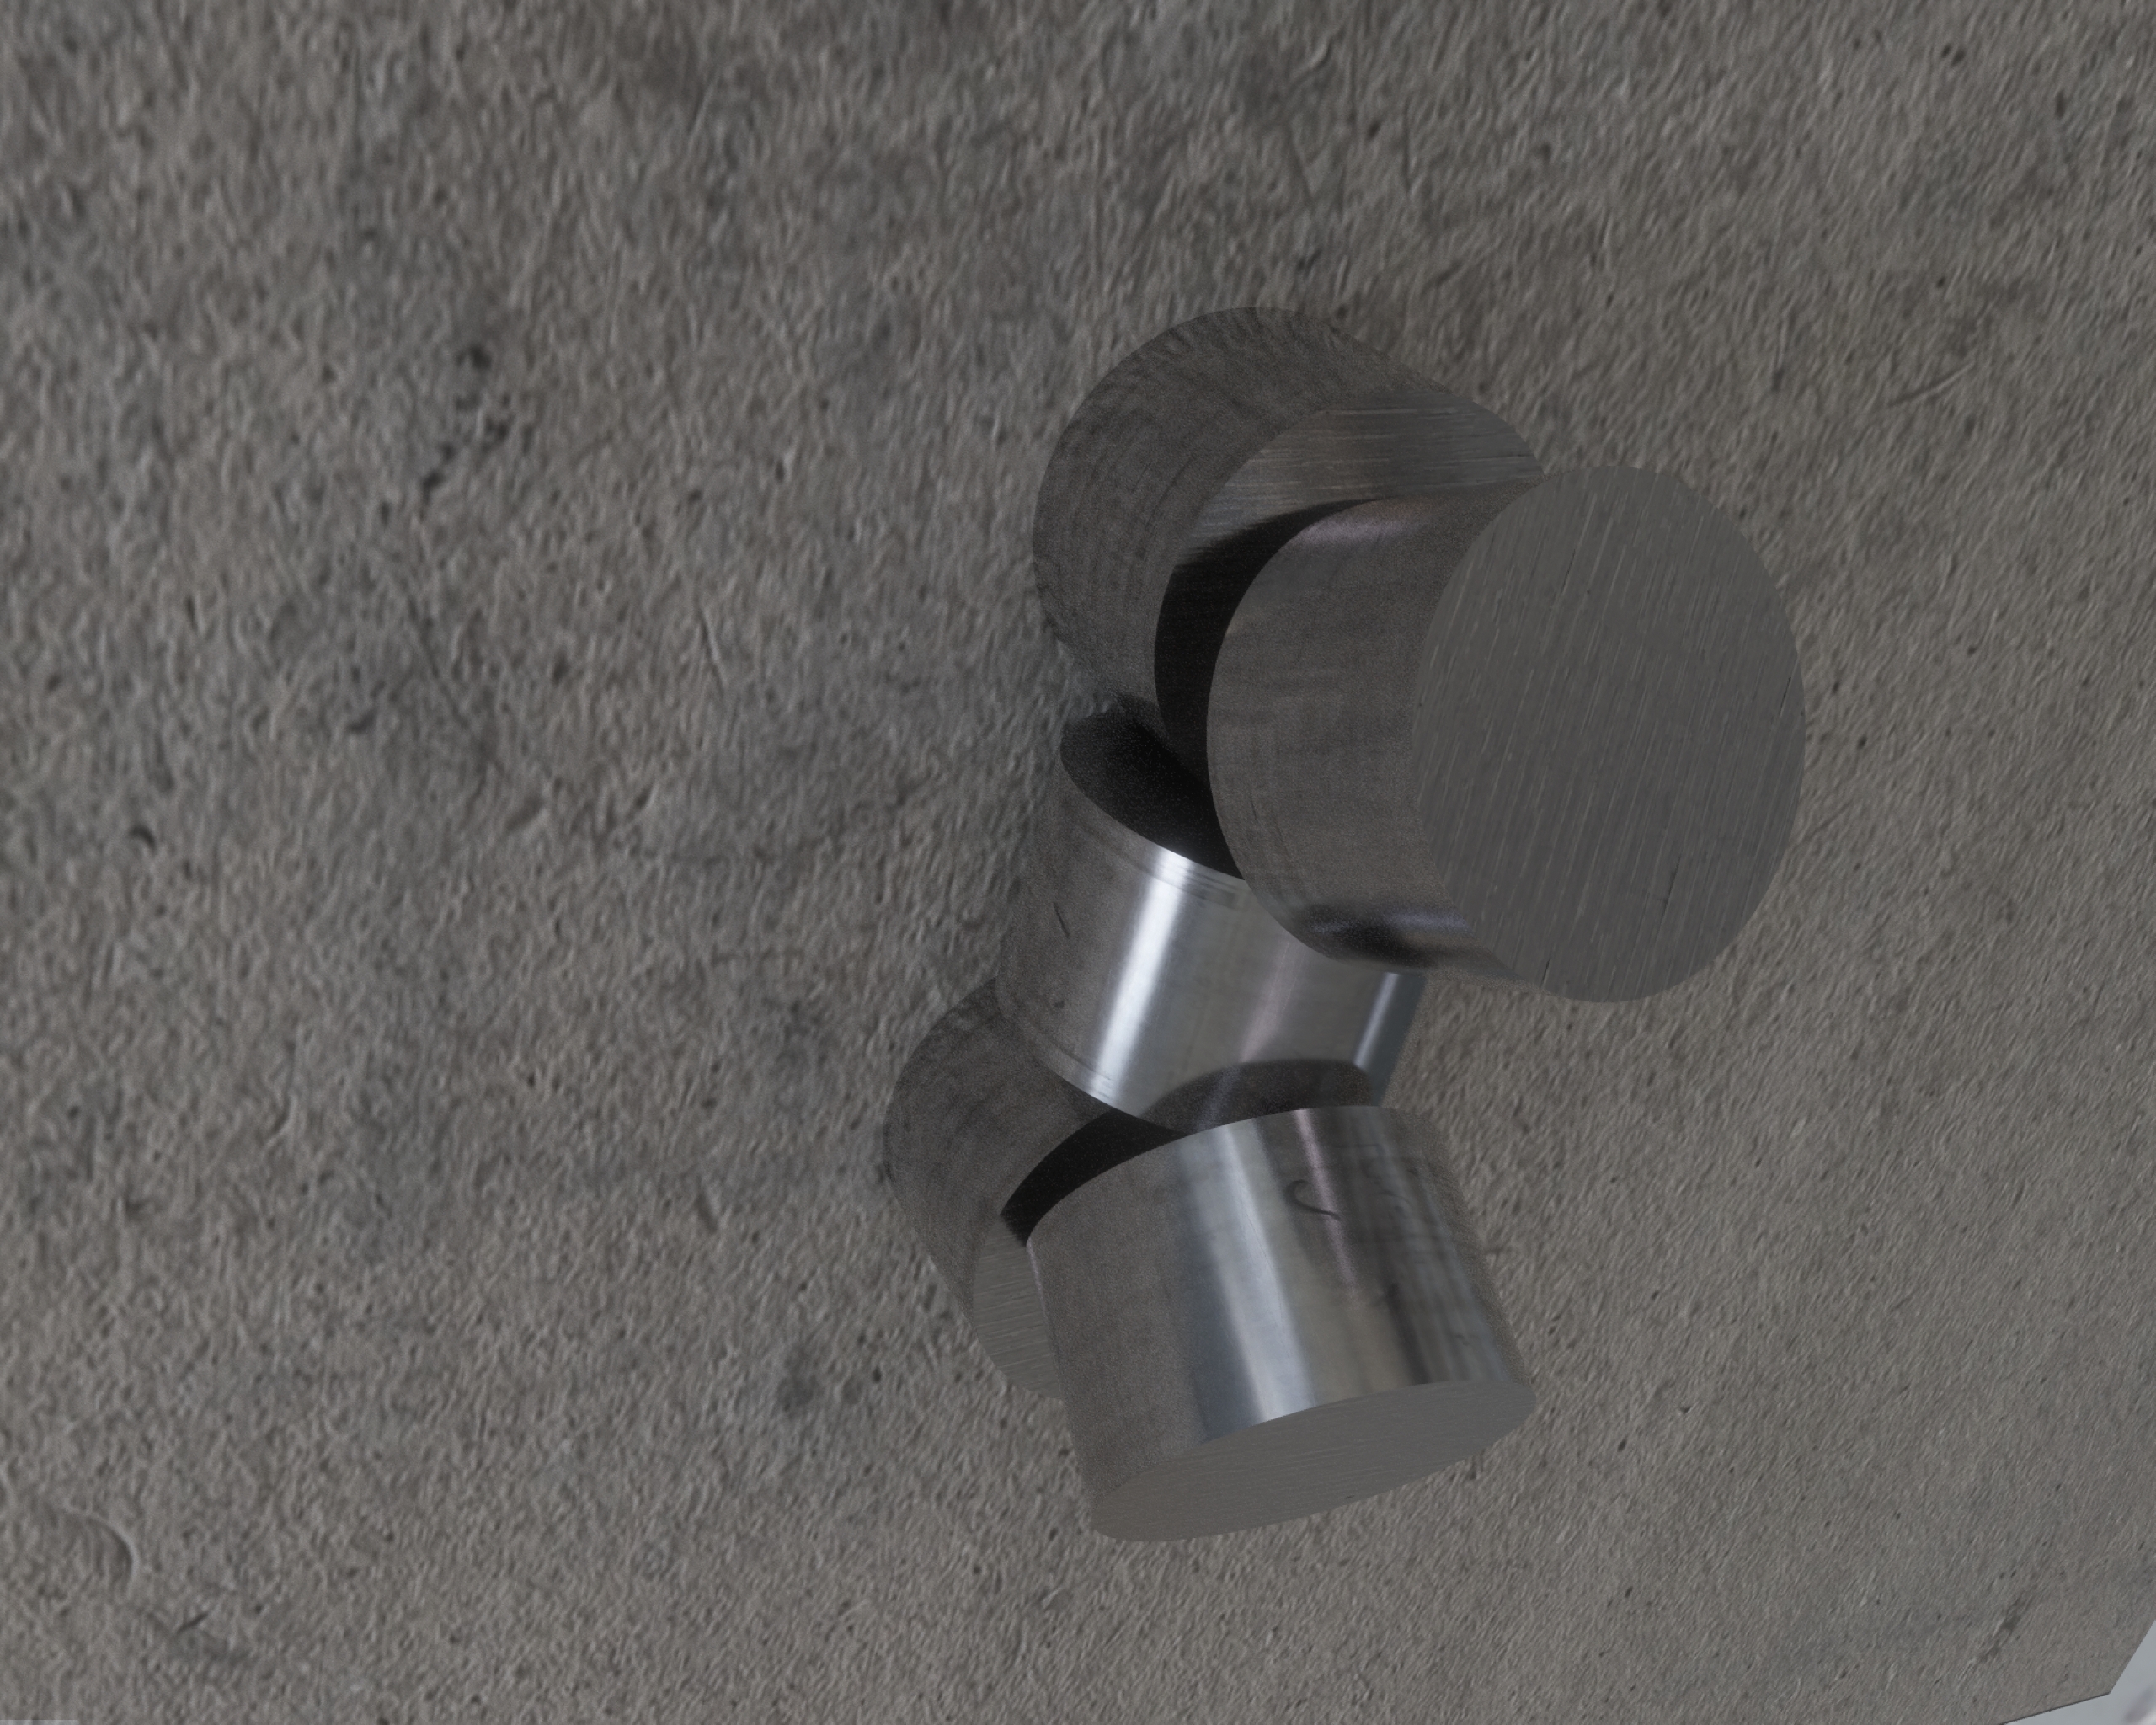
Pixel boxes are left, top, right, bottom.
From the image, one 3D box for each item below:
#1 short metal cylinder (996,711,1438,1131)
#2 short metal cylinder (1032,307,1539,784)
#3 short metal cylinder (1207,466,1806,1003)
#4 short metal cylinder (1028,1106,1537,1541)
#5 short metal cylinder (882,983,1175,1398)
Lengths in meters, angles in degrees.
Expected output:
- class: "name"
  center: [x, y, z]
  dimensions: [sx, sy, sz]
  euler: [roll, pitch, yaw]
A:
- class: "short metal cylinder"
  center: [0.030, 0.010, 0.393]
  dimensions: [0.081, 0.080, 0.050]
  euler: [1, 118, -29]
- class: "short metal cylinder"
  center: [0.039, -0.054, 0.378]
  dimensions: [0.081, 0.050, 0.079]
  euler: [-14, 124, -21]
- class: "short metal cylinder"
  center: [0.068, -0.020, 0.331]
  dimensions: [0.081, 0.050, 0.079]
  euler: [-2, 94, -31]
- class: "short metal cylinder"
  center: [0.036, 0.085, 0.377]
  dimensions: [0.081, 0.050, 0.080]
  euler: [-12, 150, -7]
- class: "short metal cylinder"
  center: [0.006, 0.064, 0.433]
  dimensions: [0.081, 0.050, 0.079]
  euler: [-14, 124, -21]
